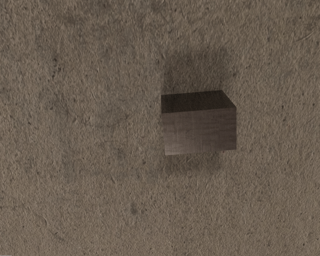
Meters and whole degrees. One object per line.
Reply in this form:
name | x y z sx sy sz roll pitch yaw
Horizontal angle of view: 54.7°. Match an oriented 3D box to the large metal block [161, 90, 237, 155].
large metal block | 0.044 -0.010 0.378 0.080 0.080 0.050 -5 110 1
